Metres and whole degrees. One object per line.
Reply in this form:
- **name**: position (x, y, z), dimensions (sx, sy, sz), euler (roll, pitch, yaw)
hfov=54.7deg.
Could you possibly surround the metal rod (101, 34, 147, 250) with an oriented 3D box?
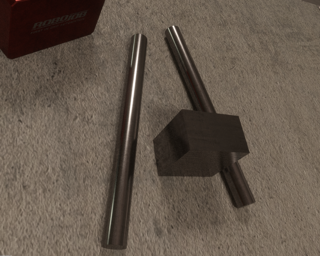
- **metal rod**: position (-0.039, -0.007, 0.388), dimensions (0.025, 0.025, 0.300), euler (16, 55, -19)

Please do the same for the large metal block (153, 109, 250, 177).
- **large metal block**: position (0.047, 0.023, 0.382), dimensions (0.081, 0.080, 0.050), euler (5, 60, -26)

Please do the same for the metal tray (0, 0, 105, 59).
- **metal tray**: position (-0.130, -0.141, 0.378), dimensions (0.131, 0.090, 0.030), euler (-34, 81, -38)

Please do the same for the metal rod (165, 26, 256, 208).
- **metal rod**: position (0.067, -0.030, 0.459), dimensions (0.025, 0.025, 0.299), euler (-6, 65, -31)
